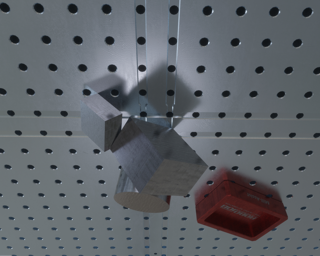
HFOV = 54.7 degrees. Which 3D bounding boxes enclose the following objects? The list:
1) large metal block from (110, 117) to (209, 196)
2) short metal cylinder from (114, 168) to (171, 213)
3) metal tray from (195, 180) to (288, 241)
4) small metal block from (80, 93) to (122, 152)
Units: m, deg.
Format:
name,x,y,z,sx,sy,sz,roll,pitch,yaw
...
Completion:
name,x,y,z,sx,sy,sz,roll,pitch,yaw
large metal block,-0.002,0.036,0.382,0.080,0.080,0.050,15,114,-45
short metal cylinder,-0.022,0.086,0.453,0.080,0.050,0.080,8,147,5
metal tray,0.139,0.146,0.533,0.131,0.030,0.089,24,126,-19
small metal block,-0.074,-0.007,0.386,0.025,0.050,0.050,-28,143,-36
